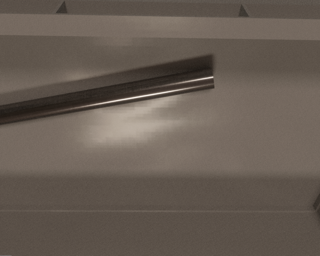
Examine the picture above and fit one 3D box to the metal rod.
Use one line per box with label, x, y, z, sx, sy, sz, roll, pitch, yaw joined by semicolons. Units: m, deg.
metal rod;-0.086;-0.034;0.378;0.301;0.025;0.025;-9;130;7
